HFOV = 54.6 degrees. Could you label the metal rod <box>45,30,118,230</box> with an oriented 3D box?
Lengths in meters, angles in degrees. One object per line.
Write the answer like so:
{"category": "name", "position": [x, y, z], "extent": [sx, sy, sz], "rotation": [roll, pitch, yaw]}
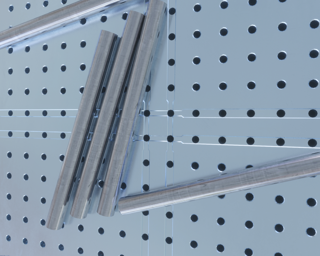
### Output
{"category": "metal rod", "position": [-0.116, 0.007, 0.454], "extent": [0.025, 0.025, 0.298], "rotation": [20, 97, 19]}

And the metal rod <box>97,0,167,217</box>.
{"category": "metal rod", "position": [-0.040, -0.023, 0.427], "extent": [0.025, 0.025, 0.298], "rotation": [16, 95, 19]}

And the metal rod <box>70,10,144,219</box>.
{"category": "metal rod", "position": [-0.075, -0.014, 0.439], "extent": [0.025, 0.025, 0.298], "rotation": [20, 96, 19]}

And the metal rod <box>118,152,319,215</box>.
{"category": "metal rod", "position": [0.085, 0.068, 0.382], "extent": [0.300, 0.025, 0.025], "rotation": [-17, 85, 19]}

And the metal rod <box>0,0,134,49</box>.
{"category": "metal rod", "position": [-0.127, -0.170, 0.458], "extent": [0.300, 0.025, 0.025], "rotation": [-12, 86, 19]}
